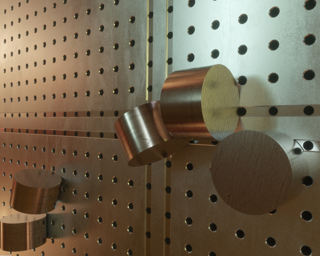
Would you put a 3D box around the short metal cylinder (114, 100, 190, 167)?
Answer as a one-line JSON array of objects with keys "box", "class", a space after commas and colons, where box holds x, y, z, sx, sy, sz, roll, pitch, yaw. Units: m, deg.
[{"box": [-0.010, 0.008, 0.382, 0.080, 0.081, 0.050, -36, 68, 34], "class": "short metal cylinder"}]

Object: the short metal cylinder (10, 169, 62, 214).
[{"box": [-0.223, 0.112, 0.558, 0.080, 0.081, 0.050, 24, 105, 37], "class": "short metal cylinder"}]

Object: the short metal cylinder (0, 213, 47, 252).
[{"box": [-0.258, 0.194, 0.587, 0.080, 0.081, 0.050, -1, 89, 40], "class": "short metal cylinder"}]

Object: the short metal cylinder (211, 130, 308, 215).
[{"box": [0.099, 0.042, 0.311, 0.080, 0.050, 0.079, 0, 90, 40], "class": "short metal cylinder"}]

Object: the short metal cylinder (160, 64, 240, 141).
[{"box": [0.045, -0.026, 0.336, 0.050, 0.081, 0.080, -1, 90, 40], "class": "short metal cylinder"}]
